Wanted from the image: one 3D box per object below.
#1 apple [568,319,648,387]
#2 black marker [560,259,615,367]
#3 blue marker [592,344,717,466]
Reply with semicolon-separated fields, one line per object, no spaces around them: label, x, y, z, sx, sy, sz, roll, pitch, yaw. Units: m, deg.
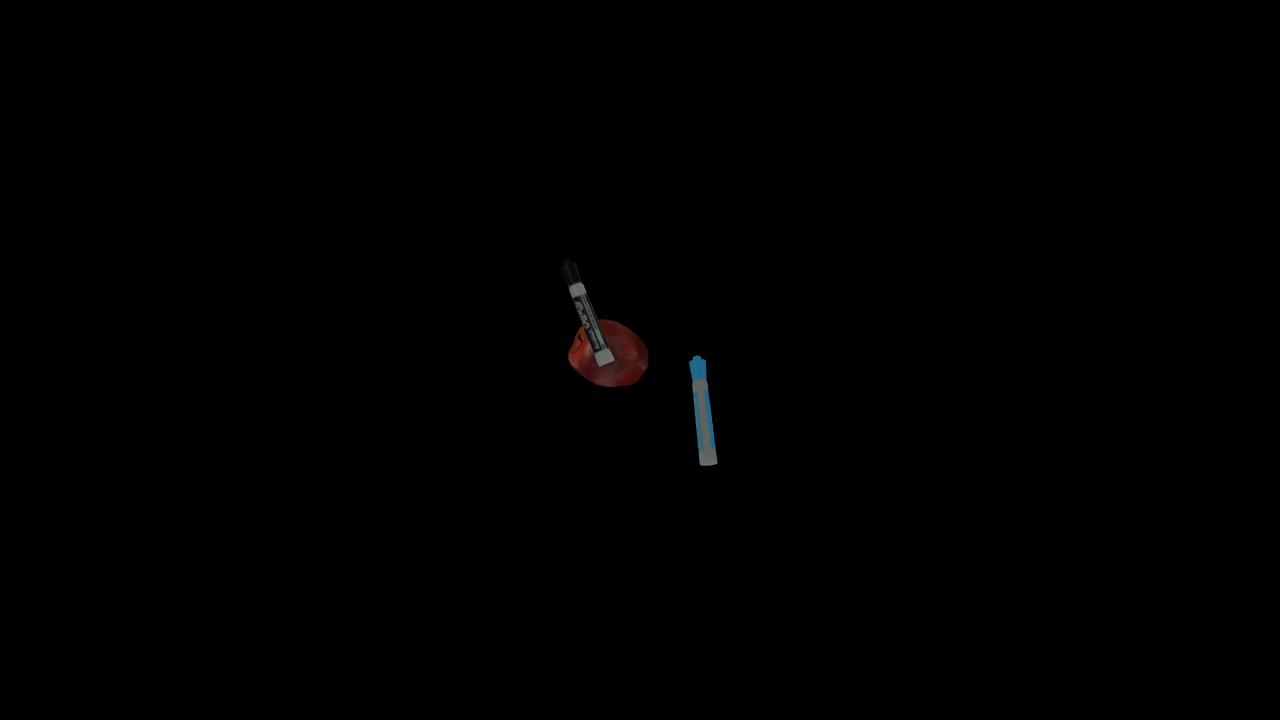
apple;-0.035;-0.007;0.703;0.093;0.079;0.079;25;-13;-30
black marker;-0.058;-0.052;0.666;0.020;0.121;0.020;-22;-1;-1
blue marker;0.068;0.053;0.666;0.020;0.121;0.020;-4;-19;-1
